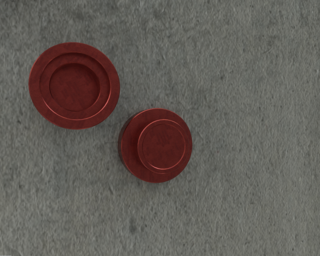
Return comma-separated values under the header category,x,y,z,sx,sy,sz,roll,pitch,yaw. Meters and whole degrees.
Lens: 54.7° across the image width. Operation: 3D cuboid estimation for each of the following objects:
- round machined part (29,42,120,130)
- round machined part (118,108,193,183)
category,x,y,z,sx,sy,sz,roll,pitch,yaw
round machined part,-0.100,-0.047,0.364,0.099,0.042,0.097,0,90,-21
round machined part,-0.002,0.023,0.400,0.099,0.042,0.097,0,90,-21
